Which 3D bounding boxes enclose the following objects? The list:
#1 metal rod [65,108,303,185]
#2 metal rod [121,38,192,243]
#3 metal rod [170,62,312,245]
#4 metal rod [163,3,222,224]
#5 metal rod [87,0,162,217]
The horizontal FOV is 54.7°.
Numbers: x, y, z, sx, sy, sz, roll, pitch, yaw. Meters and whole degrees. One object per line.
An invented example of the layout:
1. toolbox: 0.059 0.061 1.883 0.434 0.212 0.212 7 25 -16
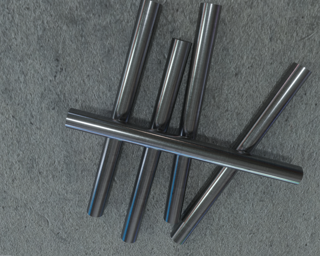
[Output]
1. metal rod: 0.035 0.025 0.391 0.302 0.025 0.025 14 110 -6
2. metal rod: -0.010 0.031 0.420 0.025 0.025 0.298 13 110 -5
3. metal rod: 0.102 0.046 0.427 0.025 0.025 0.298 29 107 -10
4. metal rod: 0.038 -0.004 0.408 0.025 0.025 0.298 8 110 -3
5. metal rod: -0.052 -0.011 0.404 0.025 0.025 0.298 16 109 -6
